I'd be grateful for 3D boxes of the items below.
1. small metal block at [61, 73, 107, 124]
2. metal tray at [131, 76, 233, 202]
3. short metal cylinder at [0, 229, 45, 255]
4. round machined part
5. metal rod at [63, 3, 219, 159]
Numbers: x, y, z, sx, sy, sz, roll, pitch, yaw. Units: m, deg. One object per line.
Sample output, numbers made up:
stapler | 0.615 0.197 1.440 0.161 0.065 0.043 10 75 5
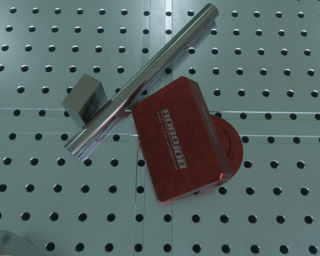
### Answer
small metal block | -0.098 -0.036 0.410 0.025 0.050 0.050 29 72 10
metal tray | 0.022 0.014 0.378 0.090 0.030 0.130 -29 68 29
short metal cylinder | -0.158 0.153 0.325 0.080 0.080 0.050 36 74 12
round machined part | 0.057 0.026 0.394 0.099 0.042 0.098 0 69 -1
metal rod | -0.017 -0.075 0.438 0.025 0.025 0.301 39 74 12
